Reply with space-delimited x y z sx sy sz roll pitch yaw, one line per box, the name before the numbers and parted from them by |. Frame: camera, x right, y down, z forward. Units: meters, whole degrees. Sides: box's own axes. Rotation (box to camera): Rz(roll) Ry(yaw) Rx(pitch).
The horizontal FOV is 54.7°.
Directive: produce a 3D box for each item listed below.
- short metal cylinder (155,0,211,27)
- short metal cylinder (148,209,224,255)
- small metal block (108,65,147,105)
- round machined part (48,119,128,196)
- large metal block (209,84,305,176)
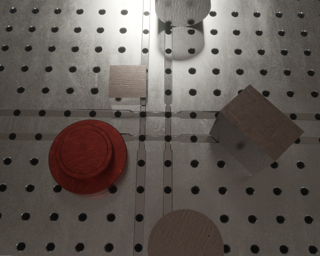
short metal cylinder | 0.033 -0.195 0.454 0.081 0.080 0.050 0 70 -1
short metal cylinder | 0.027 0.135 0.350 0.081 0.050 0.080 0 70 0
small metal block | -0.044 -0.060 0.433 0.050 0.025 0.050 -1 70 -1
round machined part | -0.091 0.034 0.389 0.099 0.042 0.098 0 70 -1
large metal block | 0.113 0.006 0.382 0.050 0.080 0.080 -41 75 -14
